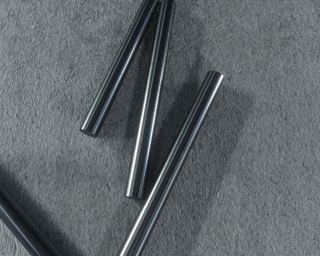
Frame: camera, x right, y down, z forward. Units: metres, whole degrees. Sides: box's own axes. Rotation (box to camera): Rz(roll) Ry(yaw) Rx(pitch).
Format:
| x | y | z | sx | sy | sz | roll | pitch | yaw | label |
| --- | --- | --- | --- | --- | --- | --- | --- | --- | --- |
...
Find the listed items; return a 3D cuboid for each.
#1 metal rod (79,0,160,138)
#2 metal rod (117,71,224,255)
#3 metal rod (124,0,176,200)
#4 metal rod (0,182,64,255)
| x | y | z | sx | sy | sz | roll | pitch | yaw | label |
| --- | --- | --- | --- | --- | --- | --- | --- | --- | --- |
| -0.041 | -0.125 | 0.453 | 0.025 | 0.025 | 0.300 | 19 | 71 | 7 | metal rod |
| 0.012 | 0.054 | 0.388 | 0.025 | 0.025 | 0.300 | 25 | 72 | 8 | metal rod |
| -0.009 | -0.054 | 0.427 | 0.025 | 0.025 | 0.299 | 8 | 70 | 3 | metal rod |
| -0.144 | 0.131 | 0.358 | 0.300 | 0.025 | 0.025 | 42 | 75 | 14 | metal rod |
